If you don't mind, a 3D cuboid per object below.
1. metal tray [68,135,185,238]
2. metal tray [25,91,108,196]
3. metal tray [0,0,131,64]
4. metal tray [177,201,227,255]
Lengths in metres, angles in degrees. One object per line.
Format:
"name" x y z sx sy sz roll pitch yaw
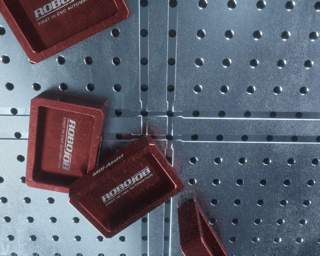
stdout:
"metal tray" -0.044 0.080 0.419 0.130 0.030 0.090 -34 117 0
"metal tray" -0.127 0.024 0.418 0.090 0.030 0.129 11 110 -4
"metal tray" -0.111 -0.143 0.357 0.130 0.030 0.090 -24 109 8
"metal tray" 0.069 0.182 0.446 0.030 0.090 0.130 -27 108 10
